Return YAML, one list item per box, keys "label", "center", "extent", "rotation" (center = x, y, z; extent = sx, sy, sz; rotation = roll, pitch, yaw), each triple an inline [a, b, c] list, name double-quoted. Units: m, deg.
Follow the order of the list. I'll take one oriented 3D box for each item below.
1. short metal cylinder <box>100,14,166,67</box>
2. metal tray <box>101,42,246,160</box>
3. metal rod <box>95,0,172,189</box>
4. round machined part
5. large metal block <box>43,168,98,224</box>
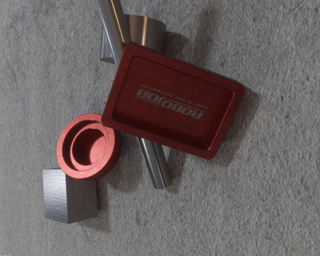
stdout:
- label: "short metal cylinder"
  center: [-0.034, -0.108, 0.395]
  extent: [0.080, 0.081, 0.050]
  rotation: [9, 96, 39]
- label: "metal tray"
  center: [0.013, -0.028, 0.334]
  extent: [0.030, 0.131, 0.089]
  rotation: [-99, 29, -71]
- label: "metal rod"
  center: [-0.034, -0.062, 0.351]
  extent: [0.025, 0.025, 0.298]
  rotation: [2, 117, 40]
- label: "round machined part"
  center: [-0.099, 0.030, 0.458]
  extent: [0.098, 0.042, 0.098]
  rotation: [-7, 69, 20]
- label: "large metal block"
  center: [-0.146, 0.104, 0.500]
  extent: [0.080, 0.050, 0.080]
  rotation: [-8, 85, 46]
